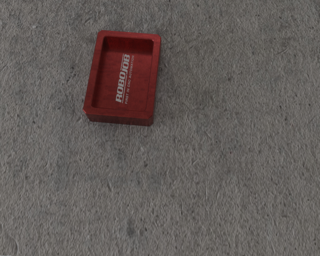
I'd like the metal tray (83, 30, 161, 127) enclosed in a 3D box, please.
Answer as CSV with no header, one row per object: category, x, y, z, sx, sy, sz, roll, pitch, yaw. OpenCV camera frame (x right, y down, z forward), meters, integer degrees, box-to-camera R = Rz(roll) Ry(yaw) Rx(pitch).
metal tray,-0.049,-0.071,0.431,0.090,0.030,0.130,5,70,2
